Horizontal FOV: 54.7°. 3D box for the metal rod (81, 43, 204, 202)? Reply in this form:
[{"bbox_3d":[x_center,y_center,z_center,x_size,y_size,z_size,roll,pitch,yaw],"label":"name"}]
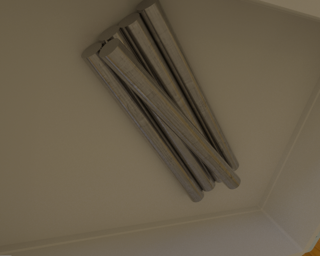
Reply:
[{"bbox_3d":[-0.005,0.015,0.414,0.025,0.025,0.300,-37,129,-3],"label":"metal rod"}]

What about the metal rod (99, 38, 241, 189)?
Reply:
[{"bbox_3d":[0.033,0.004,0.394,0.025,0.025,0.300,-44,129,2],"label":"metal rod"}]

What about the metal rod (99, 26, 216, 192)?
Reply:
[{"bbox_3d":[0.013,-0.002,0.413,0.025,0.025,0.300,-37,129,-3],"label":"metal rod"}]

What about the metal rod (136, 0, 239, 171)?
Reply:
[{"bbox_3d":[0.052,-0.033,0.415,0.025,0.025,0.300,-37,129,-3],"label":"metal rod"}]

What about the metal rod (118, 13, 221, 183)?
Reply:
[{"bbox_3d":[0.034,-0.016,0.415,0.025,0.025,0.300,-37,129,-3],"label":"metal rod"}]
